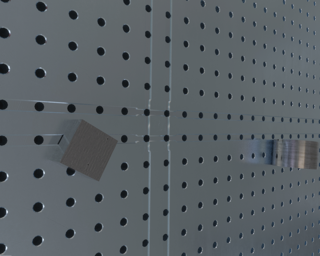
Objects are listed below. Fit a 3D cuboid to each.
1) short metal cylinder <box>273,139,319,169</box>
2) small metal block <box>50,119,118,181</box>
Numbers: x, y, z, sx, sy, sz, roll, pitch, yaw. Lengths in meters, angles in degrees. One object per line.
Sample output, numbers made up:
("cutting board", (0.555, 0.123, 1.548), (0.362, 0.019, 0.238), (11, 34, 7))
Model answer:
("short metal cylinder", (0.257, 0.050, 0.589), (0.081, 0.080, 0.050), (8, 85, -40))
("small metal block", (-0.082, 0.024, 0.340), (0.050, 0.025, 0.050), (36, 68, -34))
